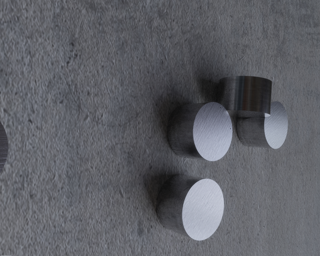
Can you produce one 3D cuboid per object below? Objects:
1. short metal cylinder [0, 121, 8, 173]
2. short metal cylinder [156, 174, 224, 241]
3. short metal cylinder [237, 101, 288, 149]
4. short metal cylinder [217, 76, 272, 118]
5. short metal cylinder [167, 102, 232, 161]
[{"bbox_3d":[-0.171,0.015,0.245,0.081,0.050,0.080,0,90,-40],"label":"short metal cylinder"},{"bbox_3d":[0.042,0.106,0.424,0.081,0.050,0.080,0,90,-40],"label":"short metal cylinder"},{"bbox_3d":[0.178,-0.006,0.535,0.081,0.050,0.079,-2,93,-42],"label":"short metal cylinder"},{"bbox_3d":[0.129,-0.046,0.477,0.081,0.080,0.050,8,85,-40],"label":"short metal cylinder"},{"bbox_3d":[0.057,0.005,0.436,0.081,0.050,0.080,0,90,-40],"label":"short metal cylinder"}]
